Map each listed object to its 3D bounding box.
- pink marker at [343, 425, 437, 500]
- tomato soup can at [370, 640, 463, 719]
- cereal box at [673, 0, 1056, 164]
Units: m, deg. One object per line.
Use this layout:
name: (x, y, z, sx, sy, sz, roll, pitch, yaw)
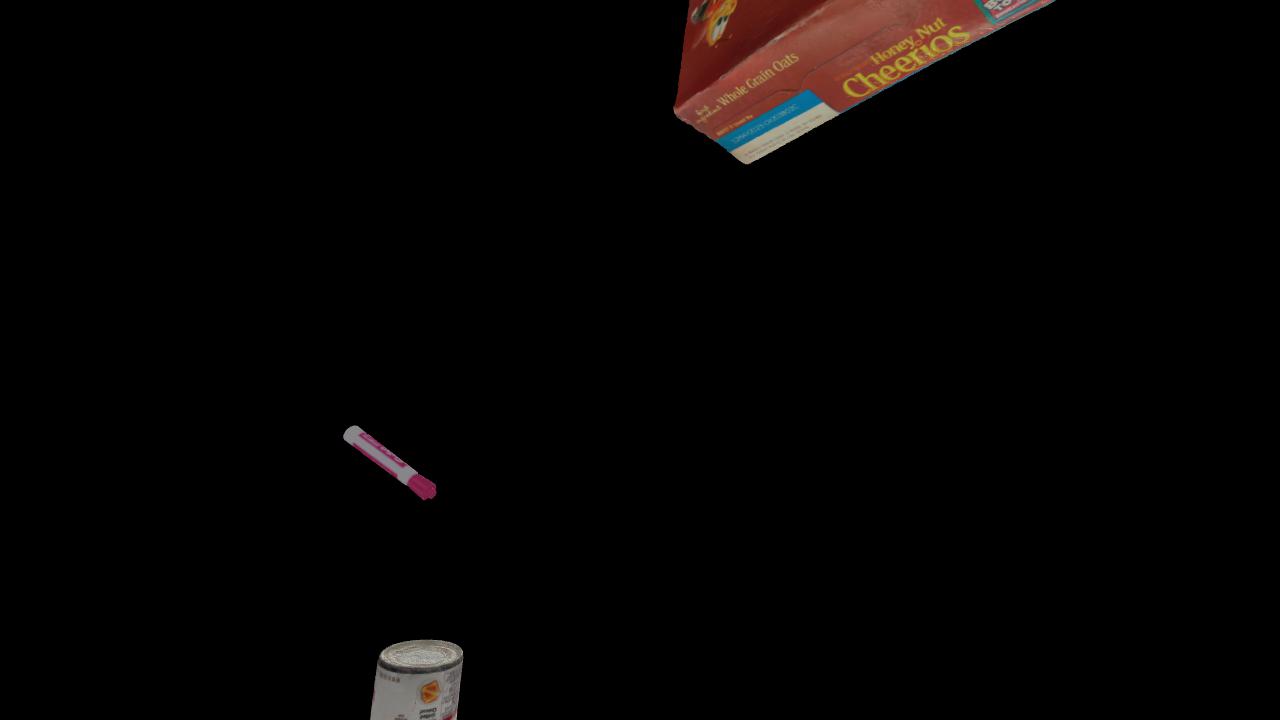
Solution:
pink marker: (-0.255, 0.106, 0.630, 0.121, 0.020, 0.020, 31, 10, 17)
tomato soup can: (-0.179, 0.284, 0.488, 0.068, 0.101, 0.068, 5, -7, 1)
cereal box: (0.126, -0.293, 0.359, 0.081, 0.306, 0.203, 20, -23, -35)
